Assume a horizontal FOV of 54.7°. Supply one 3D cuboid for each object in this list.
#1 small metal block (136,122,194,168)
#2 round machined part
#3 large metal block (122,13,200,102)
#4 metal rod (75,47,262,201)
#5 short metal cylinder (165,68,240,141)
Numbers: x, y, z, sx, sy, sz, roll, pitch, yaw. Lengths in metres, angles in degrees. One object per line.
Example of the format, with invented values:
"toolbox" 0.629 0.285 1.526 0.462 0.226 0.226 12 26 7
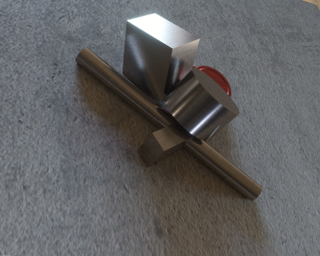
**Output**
"small metal block" 0.006 0.020 0.383 0.050 0.050 0.025 -23 74 -37
"round machined part" 0.067 -0.054 0.465 0.099 0.042 0.098 14 56 -21
"large metal block" -0.002 -0.095 0.415 0.080 0.079 0.050 38 48 26
"metal rod" 0.014 -0.004 0.417 0.300 0.025 0.025 39 51 -3
"short metal cylinder" 0.053 -0.030 0.390 0.080 0.050 0.080 36 24 -19
